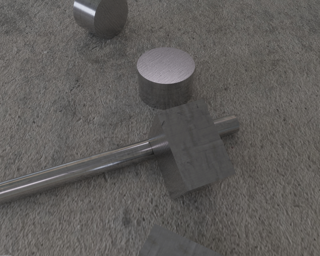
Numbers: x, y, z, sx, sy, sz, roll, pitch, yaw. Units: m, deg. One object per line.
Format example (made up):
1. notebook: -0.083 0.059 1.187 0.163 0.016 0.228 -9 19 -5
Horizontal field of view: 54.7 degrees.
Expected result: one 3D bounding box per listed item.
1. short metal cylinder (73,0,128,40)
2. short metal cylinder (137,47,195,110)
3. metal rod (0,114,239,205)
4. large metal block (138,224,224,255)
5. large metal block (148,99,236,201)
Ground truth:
1. short metal cylinder: -0.101 -0.201 0.536 0.050 0.080 0.080 32 57 24
2. short metal cylinder: 0.008 -0.072 0.448 0.081 0.050 0.080 0 50 0
3. metal rod: -0.043 0.034 0.373 0.302 0.025 0.025 -16 52 -13
4. large metal block: 0.021 0.133 0.256 0.080 0.080 0.050 20 53 16
5. large metal block: 0.028 0.027 0.330 0.050 0.080 0.080 -17 74 -14
